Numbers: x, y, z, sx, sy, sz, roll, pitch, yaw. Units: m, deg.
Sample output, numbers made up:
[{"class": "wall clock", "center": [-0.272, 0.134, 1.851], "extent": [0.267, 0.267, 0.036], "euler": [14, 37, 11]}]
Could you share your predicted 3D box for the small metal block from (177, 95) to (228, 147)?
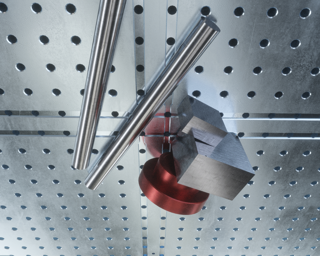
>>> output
[{"class": "small metal block", "center": [0.052, -0.009, 0.387], "extent": [0.050, 0.050, 0.025], "euler": [25, 119, -20]}]

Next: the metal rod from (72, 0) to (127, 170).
[{"class": "metal rod", "center": [-0.073, -0.057, 0.361], "extent": [0.025, 0.025, 0.298], "euler": [13, 129, -11]}]

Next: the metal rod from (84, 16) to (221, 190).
[{"class": "metal rod", "center": [-0.027, -0.011, 0.401], "extent": [0.025, 0.025, 0.298], "euler": [25, 126, -20]}]

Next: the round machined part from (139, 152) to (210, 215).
[{"class": "round machined part", "center": [0.024, 0.069, 0.425], "extent": [0.099, 0.098, 0.042], "euler": [17, 114, -14]}]

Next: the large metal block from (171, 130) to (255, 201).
[{"class": "large metal block", "center": [0.066, 0.039, 0.406], "extent": [0.080, 0.080, 0.050], "euler": [21, 120, -17]}]
